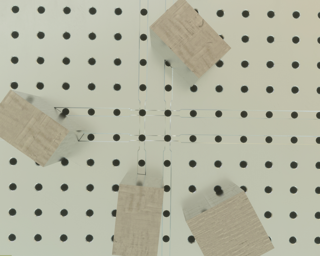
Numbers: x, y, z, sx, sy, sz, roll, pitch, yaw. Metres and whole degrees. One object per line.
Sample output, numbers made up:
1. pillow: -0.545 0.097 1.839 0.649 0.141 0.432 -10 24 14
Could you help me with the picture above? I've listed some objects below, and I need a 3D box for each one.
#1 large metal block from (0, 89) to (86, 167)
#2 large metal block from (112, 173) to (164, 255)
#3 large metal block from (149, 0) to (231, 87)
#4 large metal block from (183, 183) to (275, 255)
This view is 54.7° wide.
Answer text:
1. large metal block: -0.148 0.000 0.384 0.080 0.080 0.050 35 90 -1
2. large metal block: -0.025 0.104 0.386 0.050 0.080 0.079 6 90 0
3. large metal block: 0.034 -0.102 0.386 0.050 0.080 0.080 -44 91 0
4. large metal block: 0.086 0.130 0.402 0.080 0.050 0.080 -28 90 0
